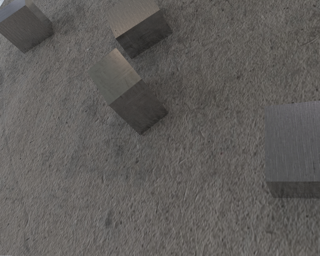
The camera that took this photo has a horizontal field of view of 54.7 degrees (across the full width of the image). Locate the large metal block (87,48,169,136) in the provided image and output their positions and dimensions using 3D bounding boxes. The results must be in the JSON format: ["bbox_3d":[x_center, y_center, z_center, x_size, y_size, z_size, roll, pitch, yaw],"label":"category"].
[{"bbox_3d":[-0.043,-0.048,0.421,0.050,0.080,0.080,-39,51,2],"label":"large metal block"}]

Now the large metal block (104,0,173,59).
[{"bbox_3d":[-0.037,-0.175,0.514,0.080,0.050,0.080,-31,52,8],"label":"large metal block"}]

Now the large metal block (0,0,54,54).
[{"bbox_3d":[-0.287,-0.219,0.653,0.080,0.080,0.050,-30,52,9],"label":"large metal block"}]

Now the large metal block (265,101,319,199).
[{"bbox_3d":[0.147,0.021,0.298,0.080,0.050,0.080,-5,59,25],"label":"large metal block"}]
